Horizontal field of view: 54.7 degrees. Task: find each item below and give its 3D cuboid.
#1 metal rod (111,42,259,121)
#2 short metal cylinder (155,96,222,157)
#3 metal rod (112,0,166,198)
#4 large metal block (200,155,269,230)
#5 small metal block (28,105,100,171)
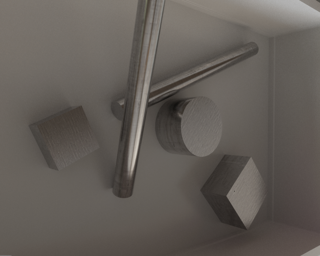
[{"bbox_3d":[0.056,-0.080,0.455,0.302,0.025,0.025,-29,109,-36],"label":"metal rod"},{"bbox_3d":[0.040,-0.002,0.426,0.081,0.050,0.079,0,90,-40],"label":"short metal cylinder"},{"bbox_3d":[-0.019,-0.057,0.313,0.025,0.025,0.298,-11,122,-40],"label":"metal rod"},{"bbox_3d":[0.121,0.101,0.495,0.080,0.050,0.080,-48,119,-29],"label":"large metal block"},{"bbox_3d":[-0.099,0.009,0.325,0.050,0.025,0.050,-32,110,-36],"label":"small metal block"}]
